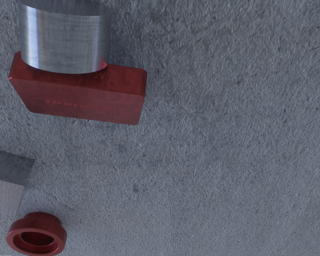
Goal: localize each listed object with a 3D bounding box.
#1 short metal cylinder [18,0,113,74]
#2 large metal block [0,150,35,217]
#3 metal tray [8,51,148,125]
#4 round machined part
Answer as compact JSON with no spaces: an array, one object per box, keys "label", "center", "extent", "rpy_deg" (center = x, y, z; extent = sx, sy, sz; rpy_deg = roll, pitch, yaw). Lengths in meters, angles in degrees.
[{"label":"short metal cylinder","center":[-0.087,-0.089,0.289],"extent":[0.081,0.080,0.050],"rpy_deg":[7,120,-7]},{"label":"large metal block","center":[-0.239,0.079,0.454],"extent":[0.081,0.050,0.079],"rpy_deg":[19,128,-16]},{"label":"metal tray","center":[-0.084,-0.039,0.342],"extent":[0.131,0.030,0.090],"rpy_deg":[7,160,-7]},{"label":"round machined part","center":[-0.215,0.187,0.552],"extent":[0.099,0.042,0.097],"rpy_deg":[-1,130,0]}]
